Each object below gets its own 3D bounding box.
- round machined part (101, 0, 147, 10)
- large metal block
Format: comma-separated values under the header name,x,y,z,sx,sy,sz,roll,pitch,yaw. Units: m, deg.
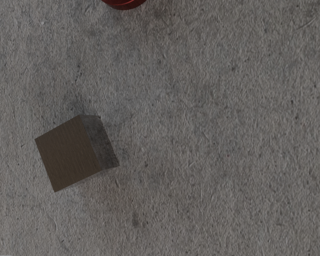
name,x,y,z,sx,sy,sz,roll,pitch,yaw
round machined part,-0.053,-0.215,0.419,0.098,0.042,0.097,0,90,20
large metal block,-0.116,0.035,0.437,0.080,0.050,0.080,-26,82,18
